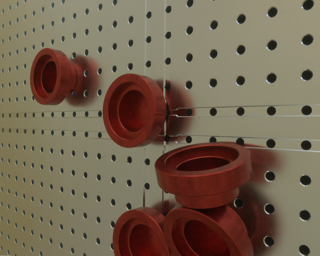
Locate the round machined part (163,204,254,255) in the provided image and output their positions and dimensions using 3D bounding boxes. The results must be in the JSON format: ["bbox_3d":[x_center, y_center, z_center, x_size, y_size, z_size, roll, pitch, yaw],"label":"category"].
[{"bbox_3d":[0.055,0.117,0.337,0.098,0.042,0.097,20,125,31],"label":"round machined part"}]

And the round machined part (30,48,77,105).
[{"bbox_3d":[-0.185,-0.089,0.548,0.098,0.042,0.097,0,90,39],"label":"round machined part"}]

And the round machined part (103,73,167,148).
[{"bbox_3d":[-0.030,-0.023,0.421,0.098,0.042,0.097,0,90,39],"label":"round machined part"}]

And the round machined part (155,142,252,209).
[{"bbox_3d":[0.046,0.050,0.325,0.098,0.099,0.042,1,107,39],"label":"round machined part"}]

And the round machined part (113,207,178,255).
[{"bbox_3d":[-0.014,0.153,0.408,0.098,0.042,0.097,0,90,39],"label":"round machined part"}]
